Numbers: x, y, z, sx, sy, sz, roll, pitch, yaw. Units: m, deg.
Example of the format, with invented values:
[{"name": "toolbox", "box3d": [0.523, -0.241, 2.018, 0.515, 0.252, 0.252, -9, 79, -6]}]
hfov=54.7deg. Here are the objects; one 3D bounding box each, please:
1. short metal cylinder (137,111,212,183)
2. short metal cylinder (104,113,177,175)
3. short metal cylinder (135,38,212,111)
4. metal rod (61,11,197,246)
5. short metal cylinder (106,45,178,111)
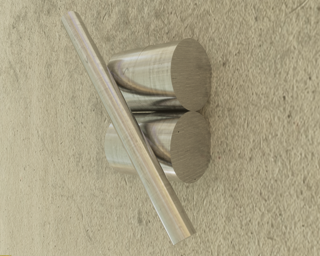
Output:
[{"name": "short metal cylinder", "box3d": [0.017, 0.021, 0.357, 0.050, 0.081, 0.079, 1, 91, 40]}, {"name": "short metal cylinder", "box3d": [-0.022, 0.021, 0.389, 0.050, 0.081, 0.079, 1, 91, 40]}, {"name": "short metal cylinder", "box3d": [0.017, -0.059, 0.357, 0.050, 0.081, 0.079, 1, 91, 40]}, {"name": "metal rod", "box3d": [-0.046, -0.019, 0.340, 0.025, 0.025, 0.299, -44, 64, 31]}, {"name": "short metal cylinder", "box3d": [-0.021, -0.060, 0.389, 0.050, 0.081, 0.079, 1, 91, 40]}]
